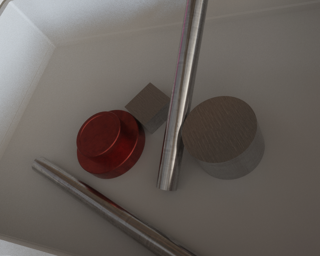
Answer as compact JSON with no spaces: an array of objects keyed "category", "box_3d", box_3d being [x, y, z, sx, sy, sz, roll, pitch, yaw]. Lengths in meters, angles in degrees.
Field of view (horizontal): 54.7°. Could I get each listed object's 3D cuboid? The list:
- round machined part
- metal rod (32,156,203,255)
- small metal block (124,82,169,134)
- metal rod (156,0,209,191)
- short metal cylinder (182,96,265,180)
[{"category":"round machined part","box_3d":[-0.073,0.016,0.422,0.098,0.042,0.098,-13,56,20]},{"category":"metal rod","box_3d":[-0.065,0.098,0.378,0.300,0.025,0.025,21,73,35]},{"category":"small metal block","box_3d":[-0.012,-0.028,0.428,0.050,0.025,0.050,-45,51,-3]},{"category":"metal rod","box_3d":[0.032,-0.077,0.359,0.025,0.025,0.298,10,90,32]},{"category":"short metal cylinder","box_3d":[0.071,0.011,0.345,0.080,0.050,0.080,-13,56,20]}]
